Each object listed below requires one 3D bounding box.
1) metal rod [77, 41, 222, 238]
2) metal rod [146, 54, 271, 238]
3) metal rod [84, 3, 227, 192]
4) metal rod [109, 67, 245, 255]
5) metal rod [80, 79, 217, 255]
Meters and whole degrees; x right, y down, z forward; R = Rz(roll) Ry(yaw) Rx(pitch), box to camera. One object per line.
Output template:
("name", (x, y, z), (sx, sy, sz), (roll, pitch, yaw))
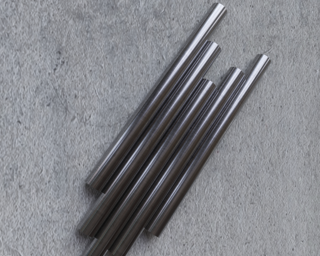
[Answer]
("metal rod", (-0.007, 0.006, 0.409), (0.025, 0.025, 0.300), (38, 78, -16))
("metal rod", (0.073, 0.017, 0.438), (0.025, 0.025, 0.300), (38, 78, -16))
("metal rod", (0.001, -0.049, 0.412), (0.025, 0.025, 0.300), (38, 78, -16))
("metal rod", (0.029, 0.039, 0.422), (0.025, 0.025, 0.300), (38, 78, -16))
("metal rod", (-0.014, 0.059, 0.406), (0.025, 0.025, 0.300), (38, 78, -16))
